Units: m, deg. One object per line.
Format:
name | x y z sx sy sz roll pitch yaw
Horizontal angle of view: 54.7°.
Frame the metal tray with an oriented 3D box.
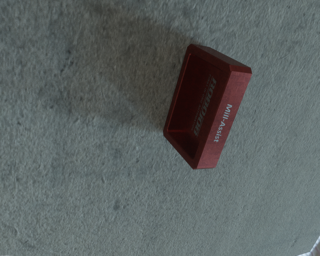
metal tray | 0.051 -0.026 0.377 0.030 0.090 0.129 1 118 -30
